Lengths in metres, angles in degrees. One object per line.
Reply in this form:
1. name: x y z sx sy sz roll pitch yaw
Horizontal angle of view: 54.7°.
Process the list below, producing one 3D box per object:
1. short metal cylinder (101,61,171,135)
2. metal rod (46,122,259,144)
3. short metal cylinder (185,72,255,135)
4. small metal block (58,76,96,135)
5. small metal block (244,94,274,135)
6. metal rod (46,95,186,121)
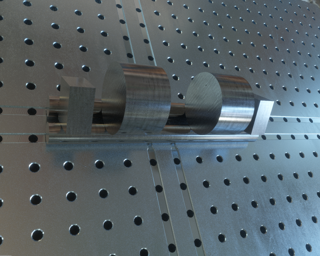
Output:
1. short metal cylinder: -0.029 -0.032 0.348 0.050 0.080 0.080 1 62 -28
2. metal rod: 0.010 0.007 0.409 0.303 0.025 0.025 1 62 -28
3. short metal cylinder: 0.075 -0.031 0.404 0.050 0.080 0.080 1 62 -28
4. small metal block: -0.090 -0.025 0.330 0.025 0.050 0.050 1 20 -28
5. small metal block: 0.130 -0.022 0.446 0.025 0.050 0.050 0 21 -28
6. metal rod: 0.005 -0.023 0.425 0.303 0.025 0.025 1 62 -28
